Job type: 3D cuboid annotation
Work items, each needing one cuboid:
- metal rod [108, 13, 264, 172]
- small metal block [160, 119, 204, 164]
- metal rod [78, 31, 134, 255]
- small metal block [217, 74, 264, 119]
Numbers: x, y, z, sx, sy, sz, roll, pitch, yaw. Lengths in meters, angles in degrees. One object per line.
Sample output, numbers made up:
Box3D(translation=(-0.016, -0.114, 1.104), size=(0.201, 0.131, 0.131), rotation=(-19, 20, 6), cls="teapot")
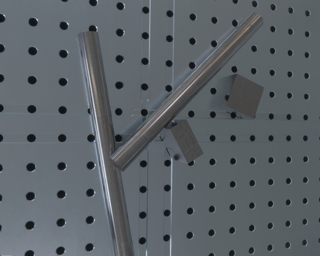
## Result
Box3D(translation=(0.046, -0.059, 0.416), size=(0.301, 0.025, 0.025), rotation=(-46, 105, -19), cls="metal rod")
Box3D(translation=(0.025, 0.017, 0.409), size=(0.025, 0.050, 0.050), rotation=(-30, 100, -17), cls="small metal block")
Box3D(translation=(-0.066, 0.032, 0.388), size=(0.025, 0.025, 0.298), rotation=(-10, 94, -20), cls="metal rod")
Box3D(translation=(0.119, -0.045, 0.456), size=(0.050, 0.025, 0.050), rotation=(22, 83, -19), cls="small metal block")
